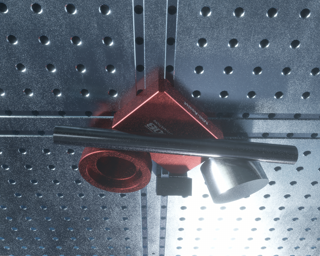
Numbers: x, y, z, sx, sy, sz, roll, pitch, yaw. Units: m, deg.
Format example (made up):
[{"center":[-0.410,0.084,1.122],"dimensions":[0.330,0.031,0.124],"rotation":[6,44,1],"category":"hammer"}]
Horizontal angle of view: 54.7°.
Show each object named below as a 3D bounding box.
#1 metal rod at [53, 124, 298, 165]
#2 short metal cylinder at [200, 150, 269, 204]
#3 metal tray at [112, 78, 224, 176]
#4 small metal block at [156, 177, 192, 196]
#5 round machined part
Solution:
[{"center":[0.024,0.021,0.389],"dimensions":[0.302,0.025,0.025],"rotation":[5,130,-5],"category":"metal rod"},{"center":[0.103,0.067,0.434],"dimensions":[0.081,0.050,0.080],"rotation":[-15,151,-8],"category":"short metal cylinder"},{"center":[0.014,0.005,0.414],"dimensions":[0.090,0.030,0.130],"rotation":[-36,122,26],"category":"metal tray"},{"center":[0.020,0.087,0.469],"dimensions":[0.050,0.025,0.050],"rotation":[2,173,-3],"category":"small metal block"},{"center":[-0.060,0.047,0.433],"dimensions":[0.099,0.042,0.097],"rotation":[3,137,3],"category":"round machined part"}]
